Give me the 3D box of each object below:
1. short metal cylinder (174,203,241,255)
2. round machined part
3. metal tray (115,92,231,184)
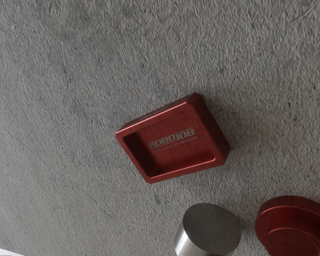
[{"bbox_3d":[0.065,0.152,0.431,0.080,0.080,0.050,25,127,13],"label":"short metal cylinder"},{"bbox_3d":[0.170,0.137,0.391,0.098,0.042,0.097,13,124,21],"label":"round machined part"},{"bbox_3d":[0.014,0.019,0.407,0.130,0.030,0.090,-22,107,36],"label":"metal tray"}]
